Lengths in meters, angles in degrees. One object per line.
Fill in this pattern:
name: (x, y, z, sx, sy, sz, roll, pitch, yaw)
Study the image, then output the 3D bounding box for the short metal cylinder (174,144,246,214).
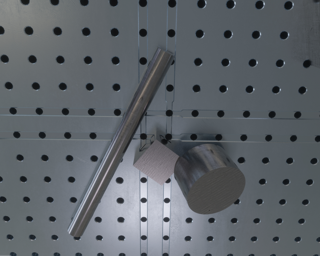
short metal cylinder: (0.065, 0.068, 0.412, 0.081, 0.050, 0.079, -10, 124, -14)

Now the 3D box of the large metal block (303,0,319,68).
large metal block: (0.220, -0.118, 0.359, 0.080, 0.050, 0.080, -12, 110, 4)

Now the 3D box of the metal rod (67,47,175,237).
metal rod: (-0.060, 0.031, 0.424, 0.025, 0.025, 0.298, 26, 108, -9)

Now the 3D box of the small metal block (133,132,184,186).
small metal block: (-0.001, 0.043, 0.429, 0.050, 0.025, 0.050, 37, 106, -13)
